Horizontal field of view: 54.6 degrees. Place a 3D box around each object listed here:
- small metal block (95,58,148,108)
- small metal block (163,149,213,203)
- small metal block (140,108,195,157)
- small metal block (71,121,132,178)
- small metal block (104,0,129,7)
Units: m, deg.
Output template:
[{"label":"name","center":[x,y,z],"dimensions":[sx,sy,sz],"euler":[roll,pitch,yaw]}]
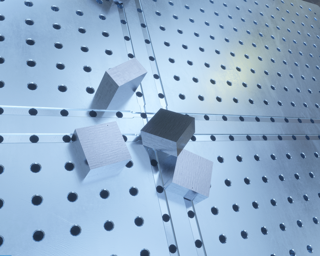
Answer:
[{"label":"small metal block","center":[-0.050,-0.058,0.400],"dimensions":[0.025,0.050,0.050],"euler":[50,51,6]},{"label":"small metal block","center":[0.037,0.059,0.391],"dimensions":[0.050,0.025,0.050],"euler":[24,53,-13]},{"label":"small metal block","center":[0.011,0.004,0.396],"dimensions":[0.050,0.025,0.050],"euler":[18,46,25]},{"label":"small metal block","center":[-0.068,0.024,0.357],"dimensions":[0.050,0.025,0.050],"euler":[-13,68,-33]},{"label":"small metal block","center":[-0.077,-0.232,0.507],"dimensions":[0.050,0.025,0.050],"euler":[46,51,4]}]
